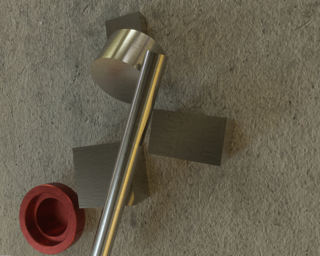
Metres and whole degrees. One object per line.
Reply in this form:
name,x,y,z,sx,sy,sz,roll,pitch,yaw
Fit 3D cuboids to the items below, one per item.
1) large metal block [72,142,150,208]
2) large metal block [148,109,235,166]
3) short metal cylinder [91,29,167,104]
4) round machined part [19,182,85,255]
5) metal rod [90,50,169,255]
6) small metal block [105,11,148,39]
large metal block,-0.065,0.060,0.417,0.080,0.050,0.080,-8,87,19
large metal block,0.041,0.009,0.365,0.080,0.080,0.050,8,93,19
short metal cylinder,-0.038,-0.074,0.385,0.080,0.080,0.050,13,59,19
round machined part,-0.151,0.128,0.451,0.098,0.042,0.097,0,90,19
metal rod,-0.045,0.059,0.364,0.025,0.025,0.298,21,105,18
small metal block,-0.044,-0.125,0.423,0.050,0.025,0.050,-9,87,19
